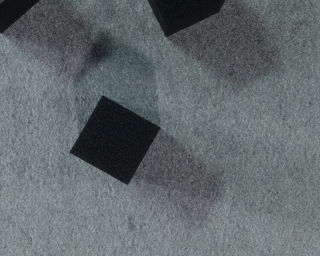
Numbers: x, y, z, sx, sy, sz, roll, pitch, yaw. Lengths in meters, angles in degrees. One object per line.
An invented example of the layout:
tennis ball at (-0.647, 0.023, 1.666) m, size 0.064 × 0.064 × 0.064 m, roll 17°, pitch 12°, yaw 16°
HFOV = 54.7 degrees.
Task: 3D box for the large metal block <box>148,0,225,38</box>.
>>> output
large metal block at (0.027, -0.176, 0.398) m, size 0.080 × 0.050 × 0.080 m, roll -26°, pitch 90°, yaw -1°

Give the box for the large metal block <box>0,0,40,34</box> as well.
large metal block at (-0.212, -0.184, 0.395) m, size 0.080 × 0.050 × 0.080 m, roll -42°, pitch 91°, yaw 0°

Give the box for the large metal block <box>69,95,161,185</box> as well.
large metal block at (-0.054, 0.014, 0.397) m, size 0.080 × 0.050 × 0.080 m, roll 30°, pitch 90°, yaw -1°
